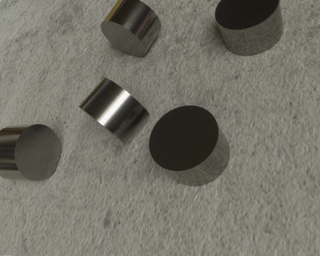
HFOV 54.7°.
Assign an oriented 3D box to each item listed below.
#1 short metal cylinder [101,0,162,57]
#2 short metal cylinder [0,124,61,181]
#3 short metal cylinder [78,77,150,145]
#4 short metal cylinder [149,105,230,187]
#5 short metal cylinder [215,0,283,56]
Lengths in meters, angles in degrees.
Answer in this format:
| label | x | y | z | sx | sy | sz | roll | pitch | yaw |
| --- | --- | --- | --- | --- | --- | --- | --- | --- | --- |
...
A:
| label | x | y | z | sx | sy | sz | roll | pitch | yaw |
| --- | --- | --- | --- | --- | --- | --- | --- | --- | --- |
| short metal cylinder | -0.045 | -0.157 | 0.487 | 0.080 | 0.080 | 0.050 | 20 | 72 | 35 |
| short metal cylinder | -0.191 | 0.035 | 0.445 | 0.050 | 0.080 | 0.080 | -2 | 61 | 27 |
| short metal cylinder | -0.060 | -0.022 | 0.412 | 0.080 | 0.080 | 0.050 | 33 | 80 | 38 |
| short metal cylinder | 0.035 | 0.021 | 0.356 | 0.080 | 0.050 | 0.080 | -13 | 56 | 20 |
| short metal cylinder | 0.119 | -0.144 | 0.413 | 0.080 | 0.050 | 0.080 | -13 | 56 | 20 |
